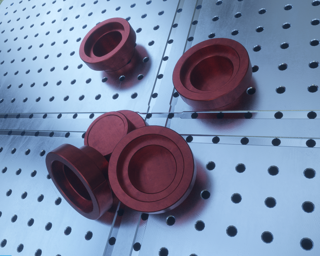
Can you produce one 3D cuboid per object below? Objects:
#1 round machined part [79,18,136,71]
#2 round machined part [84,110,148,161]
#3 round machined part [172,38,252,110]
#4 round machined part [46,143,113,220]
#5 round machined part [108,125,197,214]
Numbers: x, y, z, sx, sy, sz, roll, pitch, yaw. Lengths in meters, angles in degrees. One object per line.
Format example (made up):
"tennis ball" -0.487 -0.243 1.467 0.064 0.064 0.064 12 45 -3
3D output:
"round machined part" -0.083 -0.135 0.522 0.098 0.042 0.098 -13 56 20
"round machined part" -0.062 0.017 0.418 0.098 0.042 0.098 -13 56 20
"round machined part" 0.069 -0.065 0.400 0.098 0.042 0.098 -13 56 20
"round machined part" -0.092 0.060 0.380 0.098 0.097 0.042 20 42 35
"round machined part" -0.007 0.049 0.359 0.098 0.042 0.098 -4 69 12
